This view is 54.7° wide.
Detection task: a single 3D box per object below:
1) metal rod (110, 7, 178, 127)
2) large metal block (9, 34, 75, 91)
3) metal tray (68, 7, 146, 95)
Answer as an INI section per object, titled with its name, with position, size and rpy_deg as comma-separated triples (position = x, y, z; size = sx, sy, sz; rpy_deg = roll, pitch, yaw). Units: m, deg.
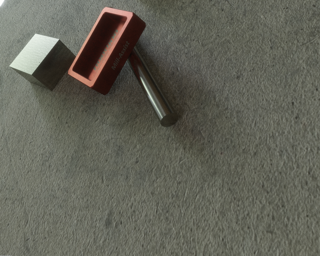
[metal rod]
position = -0.042, -0.114, 0.496
size = 0.025, 0.025, 0.300
rpy_deg = -33, 51, 7
[large metal block]
position = -0.218, -0.124, 0.578
size = 0.080, 0.050, 0.080
rpy_deg = 22, 73, 36
[metal tray]
position = -0.088, -0.126, 0.500
size = 0.090, 0.030, 0.130
rpy_deg = 31, 92, 43
